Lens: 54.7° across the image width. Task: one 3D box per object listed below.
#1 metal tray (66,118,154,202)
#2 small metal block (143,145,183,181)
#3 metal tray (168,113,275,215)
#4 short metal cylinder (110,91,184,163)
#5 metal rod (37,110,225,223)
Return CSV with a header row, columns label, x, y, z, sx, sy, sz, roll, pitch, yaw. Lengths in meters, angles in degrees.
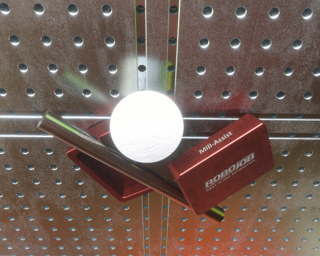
label,x,y,z,sx,sy,sz,roll,pitch,yaw
metal tray,-0.055,0.049,0.444,0.090,0.030,0.130,-25,126,20
small metal block,0.005,0.036,0.421,0.050,0.050,0.025,33,123,-25
metal tray,0.085,0.050,0.413,0.131,0.030,0.090,-31,128,-6
short metal cylinder,-0.017,0.001,0.363,0.081,0.080,0.050,6,172,-6
metal rod,-0.021,0.063,0.421,0.301,0.025,0.025,33,123,-26
